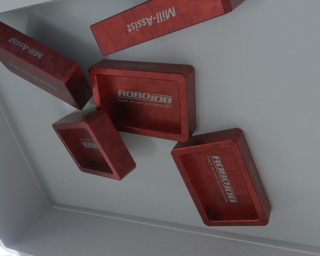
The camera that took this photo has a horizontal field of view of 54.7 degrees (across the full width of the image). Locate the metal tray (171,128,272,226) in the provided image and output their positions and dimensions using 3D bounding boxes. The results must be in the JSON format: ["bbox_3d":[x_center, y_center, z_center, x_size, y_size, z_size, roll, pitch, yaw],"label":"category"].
[{"bbox_3d":[0.081,0.069,0.404,0.090,0.030,0.129,-13,112,33],"label":"metal tray"}]

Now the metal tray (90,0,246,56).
[{"bbox_3d":[0.011,-0.110,0.291,0.130,0.090,0.030,-9,114,32],"label":"metal tray"}]

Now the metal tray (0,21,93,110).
[{"bbox_3d":[-0.158,-0.080,0.407,0.130,0.030,0.090,29,164,9],"label":"metal tray"}]

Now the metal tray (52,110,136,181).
[{"bbox_3d":[-0.097,0.023,0.439,0.130,0.030,0.090,-2,121,53],"label":"metal tray"}]

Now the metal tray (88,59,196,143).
[{"bbox_3d":[-0.022,-0.036,0.392,0.130,0.030,0.089,9,122,23],"label":"metal tray"}]
